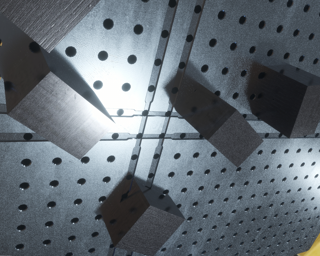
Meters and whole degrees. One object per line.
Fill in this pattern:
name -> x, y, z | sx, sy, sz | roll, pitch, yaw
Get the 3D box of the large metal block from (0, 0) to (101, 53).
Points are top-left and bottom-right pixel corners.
large metal block -> -0.102, -0.126, 0.262 | 0.080, 0.050, 0.080 | -45, 130, 3

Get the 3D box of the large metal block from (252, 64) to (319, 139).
large metal block -> 0.192, -0.042, 0.457 | 0.050, 0.080, 0.079 | -9, 122, -24

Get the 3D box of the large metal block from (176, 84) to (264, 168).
large metal block -> 0.080, -0.003, 0.420 | 0.050, 0.080, 0.080 | -47, 130, 5

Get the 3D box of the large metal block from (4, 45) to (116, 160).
large metal block -> -0.100, -0.026, 0.306 | 0.050, 0.080, 0.080 | -45, 130, 3

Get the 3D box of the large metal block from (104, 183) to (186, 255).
large metal block -> -0.023, 0.141, 0.472 | 0.080, 0.050, 0.080 | 33, 100, -39
